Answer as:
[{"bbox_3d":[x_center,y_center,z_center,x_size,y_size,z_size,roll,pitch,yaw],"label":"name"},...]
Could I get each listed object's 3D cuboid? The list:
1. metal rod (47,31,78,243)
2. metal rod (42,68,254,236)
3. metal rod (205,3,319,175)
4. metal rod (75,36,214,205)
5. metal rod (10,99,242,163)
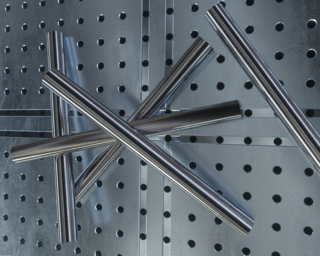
[{"bbox_3d":[-0.141,0.006,0.443,0.025,0.025,0.298,-10,80,19],"label":"metal rod"},{"bbox_3d":[-0.013,0.029,0.373,0.301,0.025,0.025,37,102,-1],"label":"metal rod"},{"bbox_3d":[0.146,-0.023,0.360,0.025,0.025,0.299,-36,79,16],"label":"metal rod"},{"bbox_3d":[-0.039,0.000,0.425,0.025,0.025,0.299,45,103,14],"label":"metal rod"},{"bbox_3d":[-0.049,0.006,0.400,0.301,0.025,0.025,-11,86,8],"label":"metal rod"}]
